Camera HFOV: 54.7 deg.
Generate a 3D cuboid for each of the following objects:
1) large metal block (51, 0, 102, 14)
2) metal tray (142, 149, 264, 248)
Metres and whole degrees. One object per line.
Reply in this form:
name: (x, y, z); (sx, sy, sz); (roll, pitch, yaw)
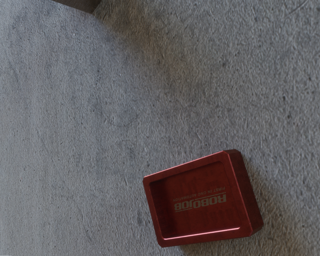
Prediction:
large metal block: (-0.124, -0.232, 0.472); (0.080, 0.081, 0.050); (-39, 66, 33)
metal tray: (0.044, 0.086, 0.365); (0.130, 0.030, 0.090); (-24, 75, 37)
